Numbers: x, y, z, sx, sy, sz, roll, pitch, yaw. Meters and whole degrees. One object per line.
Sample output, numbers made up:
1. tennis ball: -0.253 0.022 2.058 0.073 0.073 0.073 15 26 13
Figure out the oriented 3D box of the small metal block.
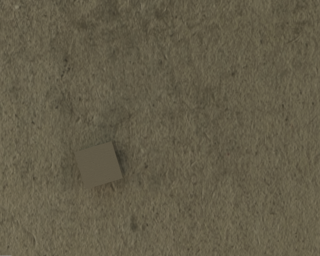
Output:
1. small metal block: -0.079 0.048 0.410 0.050 0.025 0.050 -17 90 0
